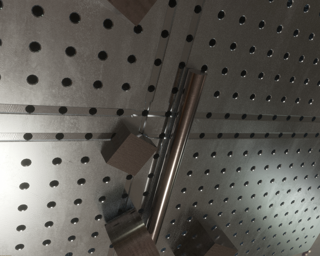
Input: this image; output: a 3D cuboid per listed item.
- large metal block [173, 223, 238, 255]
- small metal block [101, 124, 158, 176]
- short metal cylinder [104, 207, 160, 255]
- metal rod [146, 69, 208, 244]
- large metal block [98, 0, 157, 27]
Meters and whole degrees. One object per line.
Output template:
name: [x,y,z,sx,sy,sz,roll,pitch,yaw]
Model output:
large metal block: [0.088,0.238,0.593,0.080,0.050,0.080,32,100,-39]
small metal block: [-0.040,0.030,0.409,0.050,0.025,0.050,33,99,-39]
short metal cylinder: [-0.041,0.165,0.457,0.050,0.080,0.080,-27,128,-12]
metal rod: [0.015,0.059,0.458,0.025,0.025,0.298,-1,119,-29]
large metal block: [-0.047,-0.141,0.264,0.080,0.080,0.050,33,100,-39]
